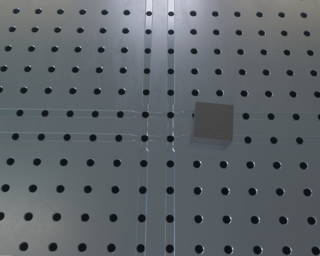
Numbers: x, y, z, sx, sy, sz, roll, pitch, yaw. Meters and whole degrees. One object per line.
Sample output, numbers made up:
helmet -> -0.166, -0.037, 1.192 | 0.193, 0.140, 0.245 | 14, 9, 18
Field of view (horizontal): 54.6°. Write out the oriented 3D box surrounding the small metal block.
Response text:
small metal block -> 0.070, -0.005, 0.414 | 0.050, 0.025, 0.050 | 6, 70, 2
